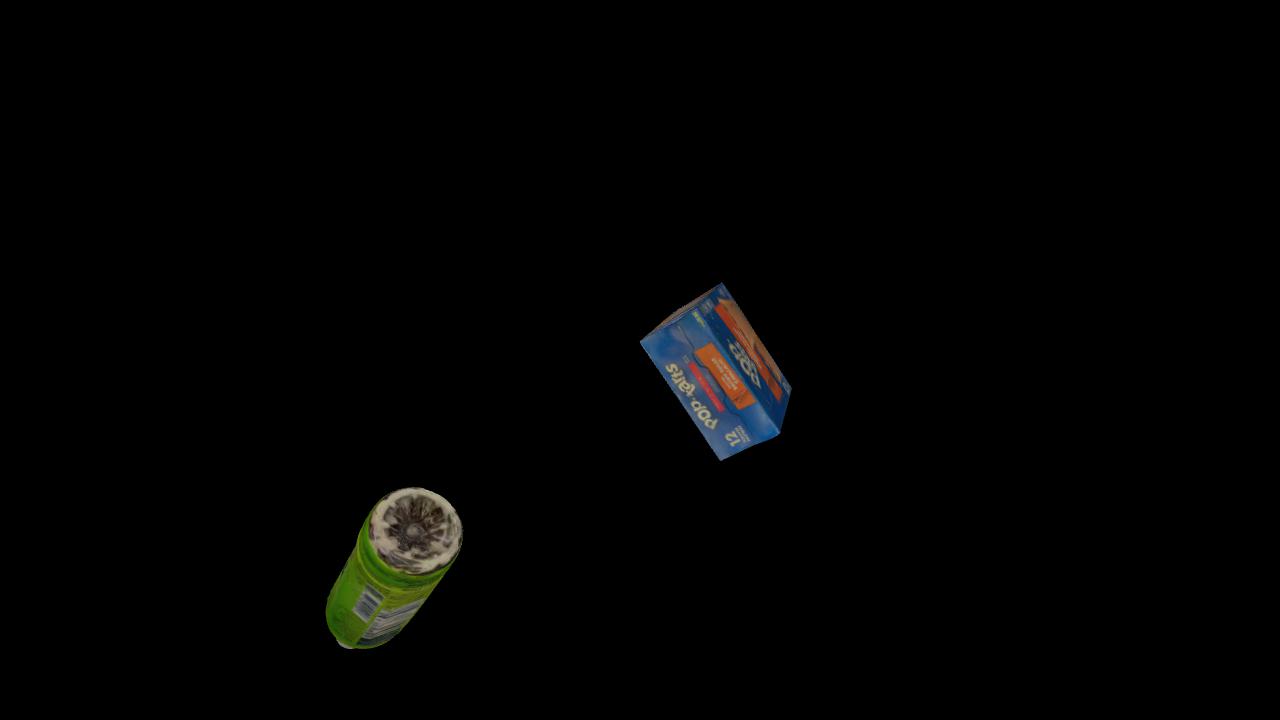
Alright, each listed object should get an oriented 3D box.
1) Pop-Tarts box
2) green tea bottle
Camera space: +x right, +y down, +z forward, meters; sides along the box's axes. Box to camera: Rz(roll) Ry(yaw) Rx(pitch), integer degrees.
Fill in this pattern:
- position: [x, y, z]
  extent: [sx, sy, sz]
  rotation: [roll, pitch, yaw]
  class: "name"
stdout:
- position: [0.097, 0.008, 0.733]
  extent: [0.083, 0.167, 0.141]
  rotation: [-32, 5, 26]
  class: "Pop-Tarts box"
- position: [-0.208, 0.182, 0.493]
  extent: [0.073, 0.073, 0.212]
  rotation: [0, -39, -42]
  class: "green tea bottle"
